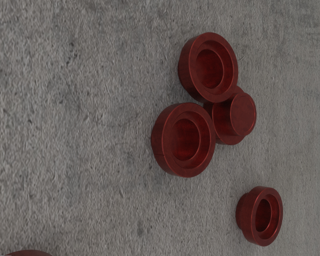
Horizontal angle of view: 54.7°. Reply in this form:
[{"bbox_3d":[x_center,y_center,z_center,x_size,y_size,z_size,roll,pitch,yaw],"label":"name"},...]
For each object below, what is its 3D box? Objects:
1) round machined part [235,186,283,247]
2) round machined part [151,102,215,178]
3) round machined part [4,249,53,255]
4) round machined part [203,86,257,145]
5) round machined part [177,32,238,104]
[{"bbox_3d":[0.168,0.149,0.534,0.099,0.042,0.097,0,90,-40],"label":"round machined part"},{"bbox_3d":[0.027,0.015,0.416,0.099,0.042,0.097,0,90,-40],"label":"round machined part"},{"bbox_3d":[-0.132,0.161,0.283,0.099,0.042,0.097,0,90,-40],"label":"round machined part"},{"bbox_3d":[0.116,-0.021,0.491,0.099,0.042,0.097,0,90,-40],"label":"round machined part"},{"bbox_3d":[0.064,-0.083,0.444,0.099,0.042,0.097,2,87,-37],"label":"round machined part"}]
